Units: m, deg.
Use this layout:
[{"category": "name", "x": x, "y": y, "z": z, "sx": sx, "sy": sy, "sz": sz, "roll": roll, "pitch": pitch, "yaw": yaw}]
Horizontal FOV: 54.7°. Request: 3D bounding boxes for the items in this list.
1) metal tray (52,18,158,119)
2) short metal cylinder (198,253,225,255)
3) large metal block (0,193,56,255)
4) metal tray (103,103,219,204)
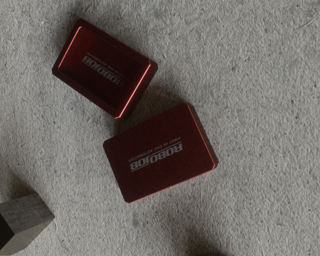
[{"category": "metal tray", "x": -0.079, "y": -0.083, "z": 0.434, "sx": 0.130, "sy": 0.030, "sz": 0.090, "roll": 34, "pitch": 101, "yaw": 16}, {"category": "short metal cylinder", "x": 0.063, "y": 0.200, "z": 0.373, "sx": 0.080, "sy": 0.050, "sz": 0.079, "roll": 0, "pitch": 90, "yaw": 20}, {"category": "large metal block", "x": -0.219, "y": 0.148, "z": 0.457, "sx": 0.080, "sy": 0.080, "sz": 0.050, "roll": -46, "pitch": 76, "yaw": 14}, {"category": "metal tray", "x": -0.001, "y": 0.034, "z": 0.407, "sx": 0.130, "sy": 0.030, "sz": 0.090, "roll": -26, "pitch": 82, "yaw": 18}]
